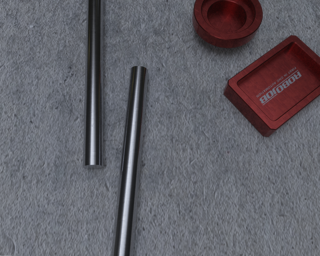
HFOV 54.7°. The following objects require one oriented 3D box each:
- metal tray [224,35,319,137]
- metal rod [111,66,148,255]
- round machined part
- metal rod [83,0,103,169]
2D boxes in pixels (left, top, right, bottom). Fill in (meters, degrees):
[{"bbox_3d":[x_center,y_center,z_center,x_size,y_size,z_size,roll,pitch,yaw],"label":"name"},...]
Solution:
[{"bbox_3d":[0.167,-0.060,0.429,0.131,0.030,0.090,-36,74,-13],"label":"metal tray"},{"bbox_3d":[-0.038,0.059,0.386,0.025,0.025,0.299,3,70,1],"label":"metal rod"},{"bbox_3d":[0.097,-0.159,0.458,0.099,0.042,0.098,0,70,-1],"label":"round machined part"},{"bbox_3d":[-0.093,-0.091,0.440,0.025,0.025,0.299,-3,70,-2],"label":"metal rod"}]
